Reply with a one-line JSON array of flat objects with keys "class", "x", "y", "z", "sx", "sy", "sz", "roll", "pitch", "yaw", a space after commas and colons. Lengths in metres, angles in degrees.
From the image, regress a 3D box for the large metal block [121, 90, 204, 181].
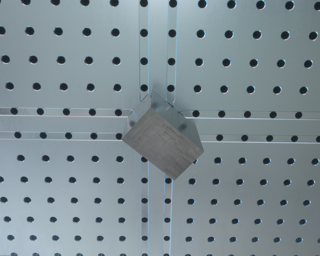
[{"class": "large metal block", "x": 0.003, "y": 0.006, "z": 0.386, "sx": 0.080, "sy": 0.080, "sz": 0.050, "roll": 39, "pitch": 106, "yaw": -14}]
